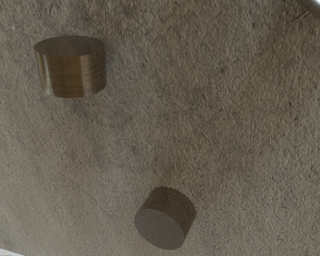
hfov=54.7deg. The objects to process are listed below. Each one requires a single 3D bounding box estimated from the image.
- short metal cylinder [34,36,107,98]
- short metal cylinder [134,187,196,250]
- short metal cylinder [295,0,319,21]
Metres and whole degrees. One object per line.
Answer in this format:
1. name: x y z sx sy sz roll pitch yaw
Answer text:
1. short metal cylinder: -0.107 -0.077 0.380 0.080 0.080 0.050 15 125 19
2. short metal cylinder: 0.008 0.137 0.471 0.080 0.050 0.079 13 124 21
3. short metal cylinder: 0.134 -0.123 0.224 0.050 0.080 0.080 40 129 1
